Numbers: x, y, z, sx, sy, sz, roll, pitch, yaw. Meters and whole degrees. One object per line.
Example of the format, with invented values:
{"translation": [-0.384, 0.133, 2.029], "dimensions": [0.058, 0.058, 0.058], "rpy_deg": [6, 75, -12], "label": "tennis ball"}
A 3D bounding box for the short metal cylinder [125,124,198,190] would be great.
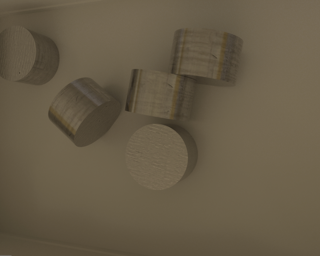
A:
{"translation": [0.003, 0.035, 0.396], "dimensions": [0.080, 0.050, 0.080], "rpy_deg": [0, 90, 20], "label": "short metal cylinder"}

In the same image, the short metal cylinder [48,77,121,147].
{"translation": [-0.100, -0.021, 0.417], "dimensions": [0.050, 0.080, 0.080], "rpy_deg": [41, 103, 15], "label": "short metal cylinder"}

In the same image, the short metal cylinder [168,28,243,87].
{"translation": [0.052, -0.080, 0.363], "dimensions": [0.080, 0.080, 0.050], "rpy_deg": [11, 94, 19], "label": "short metal cylinder"}

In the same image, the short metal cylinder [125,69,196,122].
{"translation": [0.001, -0.040, 0.381], "dimensions": [0.080, 0.080, 0.050], "rpy_deg": [11, 94, 19], "label": "short metal cylinder"}

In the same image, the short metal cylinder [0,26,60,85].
{"translation": [-0.202, -0.107, 0.469], "dimensions": [0.080, 0.050, 0.080], "rpy_deg": [0, 90, 20], "label": "short metal cylinder"}
